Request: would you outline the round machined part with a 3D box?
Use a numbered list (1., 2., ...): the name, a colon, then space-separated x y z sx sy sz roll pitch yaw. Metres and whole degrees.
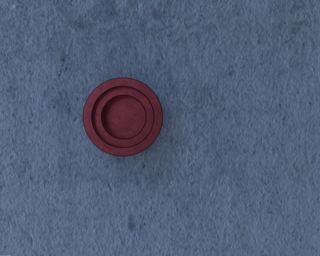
1. round machined part: -0.046 -0.014 0.401 0.099 0.042 0.097 0 90 -1
